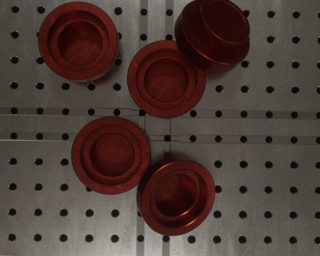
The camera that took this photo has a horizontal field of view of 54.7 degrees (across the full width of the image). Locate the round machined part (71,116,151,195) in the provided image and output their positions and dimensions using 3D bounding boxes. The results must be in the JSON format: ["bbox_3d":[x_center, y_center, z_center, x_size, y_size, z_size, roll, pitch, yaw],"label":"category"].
[{"bbox_3d":[-0.061,0.034,0.404,0.099,0.042,0.097,0,90,0],"label":"round machined part"}]

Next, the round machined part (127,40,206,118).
[{"bbox_3d":[0.008,-0.061,0.405,0.099,0.042,0.097,0,90,-1],"label":"round machined part"}]

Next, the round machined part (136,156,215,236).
[{"bbox_3d":[0.017,0.082,0.394,0.099,0.042,0.097,-4,102,-20],"label":"round machined part"}]

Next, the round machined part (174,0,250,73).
[{"bbox_3d":[0.071,-0.121,0.384,0.099,0.042,0.098,9,65,-20],"label":"round machined part"}]

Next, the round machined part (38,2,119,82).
[{"bbox_3d":[-0.102,-0.108,0.403,0.099,0.042,0.097,0,90,-1],"label":"round machined part"}]
